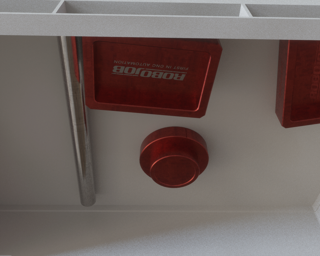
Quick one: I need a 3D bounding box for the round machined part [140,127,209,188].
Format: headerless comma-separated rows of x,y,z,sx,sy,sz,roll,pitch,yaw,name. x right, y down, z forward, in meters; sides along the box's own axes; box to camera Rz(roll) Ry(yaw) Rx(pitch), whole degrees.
0.020,0.048,0.439,0.099,0.042,0.097,-1,130,0,round machined part

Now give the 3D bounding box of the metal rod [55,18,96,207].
-0.106,0.006,0.412,0.025,0.025,0.298,3,130,-3,metal rod

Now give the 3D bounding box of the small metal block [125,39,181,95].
-0.007,-0.069,0.350,0.050,0.025,0.050,-13,129,10,small metal block

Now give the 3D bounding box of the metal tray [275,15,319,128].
0.185,-0.063,0.355,0.090,0.030,0.129,-9,130,7,metal tray

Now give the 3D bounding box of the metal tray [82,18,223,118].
-0.010,-0.059,0.322,0.131,0.030,0.089,5,130,-5,metal tray
